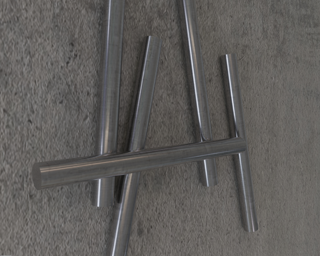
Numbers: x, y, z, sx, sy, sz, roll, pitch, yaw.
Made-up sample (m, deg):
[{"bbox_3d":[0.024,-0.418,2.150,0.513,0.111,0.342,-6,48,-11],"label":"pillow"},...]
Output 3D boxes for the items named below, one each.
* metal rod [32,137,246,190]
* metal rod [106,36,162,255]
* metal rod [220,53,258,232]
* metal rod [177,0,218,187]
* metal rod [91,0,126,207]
[{"bbox_3d":[0.005,0.035,0.374,0.302,0.025,0.025,-4,93,-40],"label":"metal rod"},{"bbox_3d":[-0.032,0.034,0.377,0.025,0.025,0.299,15,81,-39],"label":"metal rod"},{"bbox_3d":[0.133,0.028,0.515,0.025,0.025,0.298,-16,100,-39],"label":"metal rod"},{"bbox_3d":[0.054,-0.062,0.449,0.025,0.025,0.298,-14,99,-39],"label":"metal rod"},{"bbox_3d":[-0.057,-0.062,0.356,0.025,0.025,0.298,5,87,-40],"label":"metal rod"}]
